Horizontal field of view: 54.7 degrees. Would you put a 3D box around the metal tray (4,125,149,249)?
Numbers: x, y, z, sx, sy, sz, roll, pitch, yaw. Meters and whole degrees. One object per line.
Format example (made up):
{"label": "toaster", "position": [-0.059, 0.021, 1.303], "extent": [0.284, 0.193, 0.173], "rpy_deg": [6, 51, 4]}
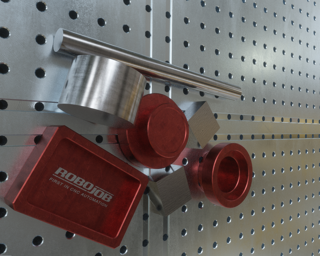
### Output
{"label": "metal tray", "position": [-0.082, 0.066, 0.337], "extent": [0.130, 0.030, 0.090], "rpy_deg": [38, 67, -33]}

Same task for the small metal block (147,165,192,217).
{"label": "small metal block", "position": [0.012, 0.083, 0.419], "extent": [0.050, 0.025, 0.050], "rpy_deg": [-25, 106, -37]}

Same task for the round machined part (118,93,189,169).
{"label": "round machined part", "position": [-0.001, 0.004, 0.396], "extent": [0.099, 0.042, 0.097], "rpy_deg": [3, 85, -40]}

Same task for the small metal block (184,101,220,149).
{"label": "small metal block", "position": [0.056, -0.005, 0.456], "extent": [0.050, 0.025, 0.050], "rpy_deg": [-46, 118, -30]}

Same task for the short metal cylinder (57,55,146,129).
{"label": "short metal cylinder", "position": [-0.059, -0.035, 0.323], "extent": [0.080, 0.080, 0.050], "rpy_deg": [22, 76, -38]}

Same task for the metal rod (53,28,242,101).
{"label": "metal rod", "position": [0.010, -0.074, 0.416], "extent": [0.302, 0.025, 0.025], "rpy_deg": [8, 85, -40]}

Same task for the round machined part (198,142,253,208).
{"label": "round machined part", "position": [0.097, 0.071, 0.480], "extent": [0.099, 0.042, 0.097], "rpy_deg": [0, 90, -40]}
